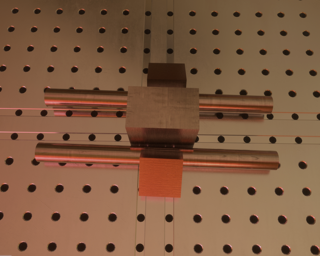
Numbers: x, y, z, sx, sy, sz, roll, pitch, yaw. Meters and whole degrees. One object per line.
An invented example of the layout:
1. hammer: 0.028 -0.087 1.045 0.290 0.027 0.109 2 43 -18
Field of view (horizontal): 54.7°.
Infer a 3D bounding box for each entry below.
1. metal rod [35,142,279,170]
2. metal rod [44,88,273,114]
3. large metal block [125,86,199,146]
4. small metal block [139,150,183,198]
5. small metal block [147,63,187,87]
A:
1. metal rod: -0.004 0.036 0.395 0.302 0.025 0.025 2 70 0
2. metal rod: -0.002 -0.036 0.420 0.302 0.025 0.025 2 70 0
3. large metal block: 0.003 -0.010 0.381 0.081 0.080 0.050 2 70 0
4. small metal block: 0.001 0.055 0.375 0.050 0.025 0.050 3 108 0
5. small metal block: 0.009 -0.066 0.420 0.050 0.025 0.050 1 36 0
